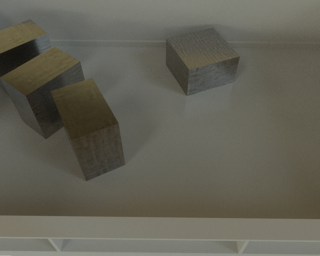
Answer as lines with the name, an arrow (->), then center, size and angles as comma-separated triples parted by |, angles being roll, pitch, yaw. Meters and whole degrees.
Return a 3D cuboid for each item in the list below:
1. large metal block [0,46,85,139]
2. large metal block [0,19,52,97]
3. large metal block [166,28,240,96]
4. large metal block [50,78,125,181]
large metal block -> -0.144, -0.046, 0.407 | 0.050, 0.080, 0.080 | 32, 57, 24
large metal block -> -0.201, -0.098, 0.450 | 0.080, 0.080, 0.050 | -35, 58, -26
large metal block -> 0.062, -0.103, 0.476 | 0.081, 0.050, 0.080 | -18, 52, -14
large metal block -> -0.084, 0.002, 0.367 | 0.050, 0.080, 0.080 | -22, 54, -17
